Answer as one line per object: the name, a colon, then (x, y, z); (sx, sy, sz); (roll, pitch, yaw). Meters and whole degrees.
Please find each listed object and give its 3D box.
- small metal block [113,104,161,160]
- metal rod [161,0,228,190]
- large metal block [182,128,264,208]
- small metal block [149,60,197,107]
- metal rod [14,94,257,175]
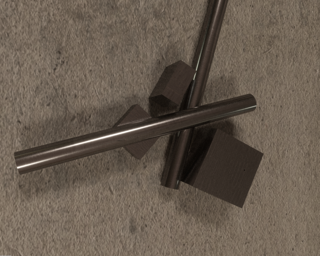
small metal block: (-0.031, 0.005, 0.399); (0.050, 0.025, 0.050); (44, 76, -15)
metal rod: (0.052, -0.064, 0.429); (0.025, 0.025, 0.299); (17, 84, -20)
large metal block: (0.083, 0.053, 0.428); (0.080, 0.050, 0.080); (27, 81, -18)
small metal block: (0.015, -0.056, 0.402); (0.025, 0.050, 0.050); (31, 80, -18)
metal rod: (-0.013, 0.001, 0.378); (0.302, 0.025, 0.025); (-15, 95, -19)
